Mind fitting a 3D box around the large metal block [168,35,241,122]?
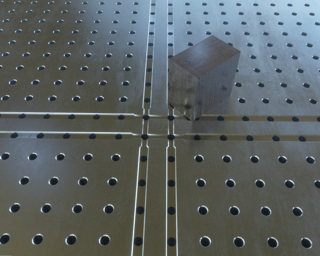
[{"bbox_3d":[0.059,-0.069,0.430,0.080,0.080,0.050,-34,58,-25],"label":"large metal block"}]
